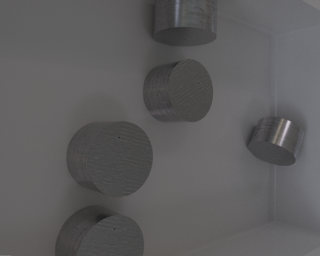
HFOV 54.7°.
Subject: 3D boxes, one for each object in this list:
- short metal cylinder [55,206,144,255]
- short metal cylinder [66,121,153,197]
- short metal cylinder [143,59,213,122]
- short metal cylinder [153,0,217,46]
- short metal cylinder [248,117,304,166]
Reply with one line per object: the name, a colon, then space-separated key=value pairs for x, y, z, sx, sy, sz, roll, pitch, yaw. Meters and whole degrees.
short metal cylinder: x=-0.065 y=0.130 z=0.336 sx=0.081 sy=0.050 sz=0.080 roll=0 pitch=90 yaw=-40
short metal cylinder: x=-0.055 y=0.033 z=0.344 sx=0.081 sy=0.050 sz=0.080 roll=0 pitch=90 yaw=-40
short metal cylinder: x=0.025 y=-0.047 z=0.411 sx=0.081 sy=0.050 sz=0.080 roll=0 pitch=90 yaw=-40
short metal cylinder: x=0.032 y=-0.141 z=0.397 sx=0.081 sy=0.080 sz=0.050 roll=2 pitch=89 yaw=-40
short metal cylinder: x=0.201 y=0.024 z=0.539 sx=0.080 sy=0.080 sz=0.050 roll=42 pitch=64 yaw=-32
